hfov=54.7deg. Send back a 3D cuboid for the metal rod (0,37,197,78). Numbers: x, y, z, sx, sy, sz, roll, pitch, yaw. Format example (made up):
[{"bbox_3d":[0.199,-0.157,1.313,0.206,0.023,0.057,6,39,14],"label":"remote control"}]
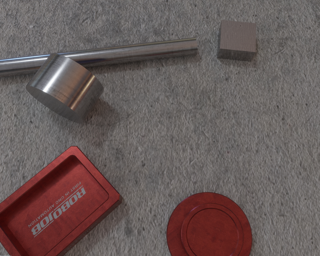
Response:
[{"bbox_3d":[-0.097,-0.100,0.443,0.302,0.025,0.025,-7,70,-3],"label":"metal rod"}]

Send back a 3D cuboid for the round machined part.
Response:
[{"bbox_3d":[0.057,0.123,0.355,0.099,0.042,0.098,0,70,-1],"label":"round machined part"}]

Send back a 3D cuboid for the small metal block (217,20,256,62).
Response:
[{"bbox_3d":[0.113,-0.129,0.457,0.050,0.025,0.050,6,70,2],"label":"small metal block"}]

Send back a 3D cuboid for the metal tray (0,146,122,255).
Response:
[{"bbox_3d":[-0.122,0.096,0.368,0.130,0.030,0.090,-41,75,-14],"label":"metal tray"}]

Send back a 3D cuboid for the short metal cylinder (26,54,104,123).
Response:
[{"bbox_3d":[-0.120,-0.049,0.395,0.080,0.080,0.050,26,72,9],"label":"short metal cylinder"}]
